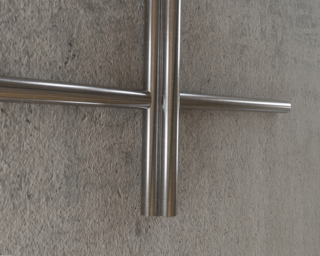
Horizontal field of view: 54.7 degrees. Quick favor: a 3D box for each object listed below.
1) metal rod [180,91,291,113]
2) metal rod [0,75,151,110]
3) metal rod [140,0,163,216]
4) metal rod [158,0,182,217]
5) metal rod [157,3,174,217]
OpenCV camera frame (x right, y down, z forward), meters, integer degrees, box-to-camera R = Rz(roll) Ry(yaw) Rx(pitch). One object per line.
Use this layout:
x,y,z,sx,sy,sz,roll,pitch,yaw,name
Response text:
0.135,-0.040,0.522,0.302,0.025,0.025,-1,91,-40,metal rod
-0.134,-0.036,0.294,0.302,0.025,0.025,0,90,-40,metal rod
-0.010,-0.039,0.401,0.025,0.025,0.298,2,89,-40,metal rod
0.013,-0.040,0.392,0.025,0.025,0.298,2,89,-40,metal rod
0.009,-0.033,0.417,0.025,0.025,0.298,2,89,-40,metal rod
